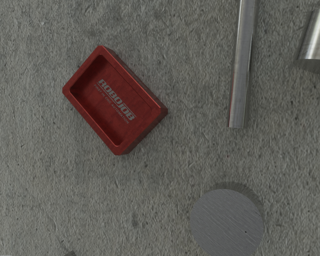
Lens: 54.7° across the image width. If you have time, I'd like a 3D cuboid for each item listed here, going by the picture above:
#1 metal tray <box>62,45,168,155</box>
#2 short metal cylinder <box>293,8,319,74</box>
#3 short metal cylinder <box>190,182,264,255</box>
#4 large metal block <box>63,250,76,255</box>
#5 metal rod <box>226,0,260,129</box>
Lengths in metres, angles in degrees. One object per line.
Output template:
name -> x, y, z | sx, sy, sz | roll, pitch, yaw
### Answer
metal tray -> -0.064, -0.038, 0.428 | 0.090, 0.030, 0.130 | -46, 76, 14
short metal cylinder -> 0.185, -0.083, 0.315 | 0.080, 0.080, 0.050 | 17, 96, 19
short metal cylinder -> 0.081, 0.107, 0.367 | 0.080, 0.050, 0.080 | 0, 90, 20
large metal block -> -0.148, 0.241, 0.448 | 0.080, 0.050, 0.080 | -39, 78, 15
metal rod -> 0.106, -0.149, 0.371 | 0.025, 0.025, 0.298 | 6, 92, 20
